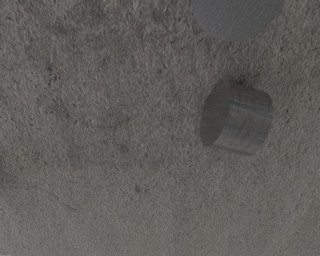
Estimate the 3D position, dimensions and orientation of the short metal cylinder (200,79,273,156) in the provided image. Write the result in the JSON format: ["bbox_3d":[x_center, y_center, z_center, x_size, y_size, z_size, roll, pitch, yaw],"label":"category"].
[{"bbox_3d":[0.086,-0.011,0.362,0.050,0.080,0.079,14,129,-12],"label":"short metal cylinder"}]

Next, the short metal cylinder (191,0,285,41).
[{"bbox_3d":[0.067,-0.128,0.283,0.081,0.050,0.079,0,130,0],"label":"short metal cylinder"}]
